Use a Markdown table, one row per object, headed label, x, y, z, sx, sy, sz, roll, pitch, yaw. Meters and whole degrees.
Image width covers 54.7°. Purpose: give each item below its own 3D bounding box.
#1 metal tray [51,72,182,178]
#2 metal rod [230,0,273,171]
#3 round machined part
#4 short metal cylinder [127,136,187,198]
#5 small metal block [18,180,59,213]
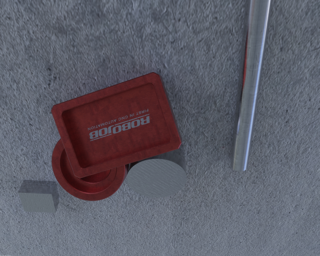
| label | x | y | z | sx | sy | sz | roll | pitch | yaw |
| --- | --- | --- | --- | --- | --- | --- | --- | --- | --- |
| metal tray | -0.049 | -0.003 | 0.363 | 0.130 | 0.030 | 0.090 | -17 | 95 | 7 |
| metal rod | 0.104 | -0.059 | 0.358 | 0.025 | 0.025 | 0.298 | -4 | 130 | 3 |
| round machined part | -0.089 | 0.044 | 0.415 | 0.098 | 0.042 | 0.097 | 2 | 103 | 8 |
| short metal cylinder | -0.004 | 0.053 | 0.436 | 0.081 | 0.050 | 0.079 | 0 | 130 | 0 |
| small metal block | -0.194 | 0.111 | 0.500 | 0.050 | 0.025 | 0.050 | 4 | 130 | -4 |
